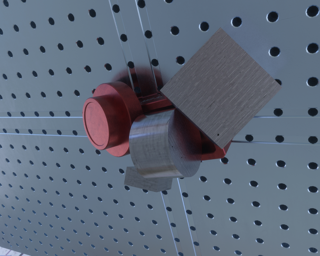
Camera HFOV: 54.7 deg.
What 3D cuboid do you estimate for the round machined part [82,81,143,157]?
[{"bbox_3d":[-0.065,-0.009,0.400,0.098,0.042,0.097,21,119,46],"label":"round machined part"}]

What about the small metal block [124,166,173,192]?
[{"bbox_3d":[-0.015,0.071,0.439,0.050,0.050,0.025,8,88,25],"label":"small metal block"}]

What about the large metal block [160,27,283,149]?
[{"bbox_3d":[0.057,-0.038,0.311,0.080,0.050,0.080,43,92,-3],"label":"large metal block"}]

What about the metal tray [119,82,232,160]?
[{"bbox_3d":[0.014,0.001,0.398,0.130,0.030,0.090,-12,113,33],"label":"metal tray"}]

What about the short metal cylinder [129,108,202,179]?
[{"bbox_3d":[0.009,0.019,0.362,0.050,0.080,0.080,-10,114,31],"label":"short metal cylinder"}]
